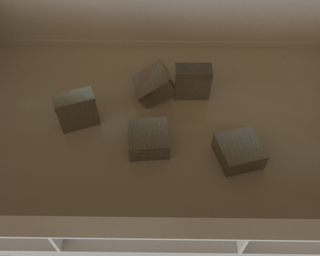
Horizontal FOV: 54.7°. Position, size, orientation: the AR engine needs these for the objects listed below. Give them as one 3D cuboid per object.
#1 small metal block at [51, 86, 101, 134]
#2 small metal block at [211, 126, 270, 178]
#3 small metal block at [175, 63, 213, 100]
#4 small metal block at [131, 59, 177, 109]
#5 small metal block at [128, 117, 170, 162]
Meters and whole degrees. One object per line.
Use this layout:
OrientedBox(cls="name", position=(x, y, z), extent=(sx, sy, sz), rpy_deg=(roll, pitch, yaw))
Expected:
OrientedBox(cls="small metal block", position=(-0.109, -0.023, 0.408), extent=(0.050, 0.050, 0.025), rpy_deg=(-16, 52, -13))
OrientedBox(cls="small metal block", position=(0.097, 0.029, 0.382), extent=(0.050, 0.025, 0.050), rpy_deg=(-11, 51, -9))
OrientedBox(cls="small metal block", position=(0.047, -0.066, 0.445), extent=(0.050, 0.050, 0.025), rpy_deg=(0, 50, 0))
OrientedBox(cls="small metal block", position=(-0.009, -0.063, 0.444), extent=(0.050, 0.025, 0.050), rpy_deg=(-29, 50, 15))
OrientedBox(cls="small metal block", position=(-0.014, 0.014, 0.393), extent=(0.050, 0.025, 0.050), rpy_deg=(-3, 50, -3))
